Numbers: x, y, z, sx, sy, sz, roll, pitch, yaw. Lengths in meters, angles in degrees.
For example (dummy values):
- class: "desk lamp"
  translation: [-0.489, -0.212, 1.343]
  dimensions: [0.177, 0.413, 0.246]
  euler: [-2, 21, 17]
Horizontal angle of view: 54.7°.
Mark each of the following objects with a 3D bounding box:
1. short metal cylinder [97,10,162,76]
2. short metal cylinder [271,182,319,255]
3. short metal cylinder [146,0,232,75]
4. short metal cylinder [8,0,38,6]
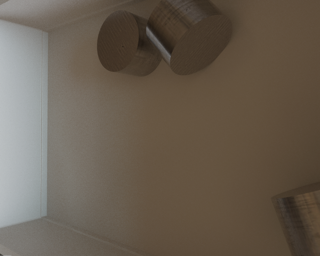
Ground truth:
- class: "short metal cylinder"
  translation: [-0.041, -0.114, 0.424]
  dimensions: [0.080, 0.050, 0.080]
  euler: [0, 90, 40]
- class: "short metal cylinder"
  translation: [0.140, 0.072, 0.255]
  dimensions: [0.080, 0.081, 0.050]
  euler: [-26, 74, 37]
- class: "short metal cylinder"
  translation: [0.032, -0.105, 0.345]
  dimensions: [0.080, 0.081, 0.050]
  euler: [-50, 61, 29]
- class: "short metal cylinder"
  translation: [-0.283, -0.294, 0.627]
  dimensions: [0.080, 0.050, 0.080]
  euler: [0, 90, 40]
